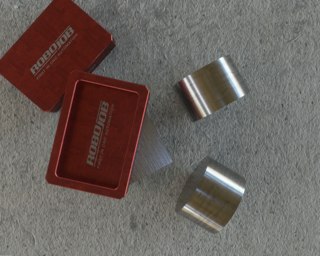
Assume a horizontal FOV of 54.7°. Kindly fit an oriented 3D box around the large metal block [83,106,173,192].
[{"bbox_3d":[-0.039,0.024,0.397,0.080,0.050,0.080,-28,90,0],"label":"large metal block"}]

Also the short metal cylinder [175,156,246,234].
[{"bbox_3d":[0.061,0.081,0.383,0.050,0.080,0.080,31,90,0],"label":"short metal cylinder"}]

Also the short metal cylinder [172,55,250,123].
[{"bbox_3d":[0.063,-0.048,0.383,0.080,0.080,0.050,-29,90,0],"label":"short metal cylinder"}]

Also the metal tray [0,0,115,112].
[{"bbox_3d":[-0.134,-0.095,0.406,0.090,0.030,0.130,41,90,0],"label":"metal tray"}]

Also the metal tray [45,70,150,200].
[{"bbox_3d":[-0.069,0.007,0.356,0.091,0.030,0.129,13,90,0],"label":"metal tray"}]
